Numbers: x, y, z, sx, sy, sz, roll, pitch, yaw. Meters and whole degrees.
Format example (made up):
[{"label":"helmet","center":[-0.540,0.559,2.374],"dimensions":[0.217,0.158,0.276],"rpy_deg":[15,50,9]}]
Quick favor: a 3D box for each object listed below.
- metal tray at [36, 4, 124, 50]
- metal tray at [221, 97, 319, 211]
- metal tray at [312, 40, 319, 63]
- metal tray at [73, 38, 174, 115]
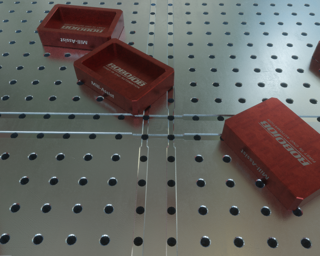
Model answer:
[{"label":"metal tray","center":[-0.139,-0.182,0.556],"dimensions":[0.131,0.030,0.090],"rpy_deg":[7,50,6]},{"label":"metal tray","center":[0.151,0.025,0.384],"dimensions":[0.091,0.030,0.130],"rpy_deg":[-25,54,-19]},{"label":"metal tray","center":[0.325,-0.102,0.492],"dimensions":[0.091,0.030,0.130],"rpy_deg":[-20,53,-16]},{"label":"metal tray","center":[-0.055,-0.083,0.473],"dimensions":[0.130,0.030,0.090],"rpy_deg":[33,57,24]}]
